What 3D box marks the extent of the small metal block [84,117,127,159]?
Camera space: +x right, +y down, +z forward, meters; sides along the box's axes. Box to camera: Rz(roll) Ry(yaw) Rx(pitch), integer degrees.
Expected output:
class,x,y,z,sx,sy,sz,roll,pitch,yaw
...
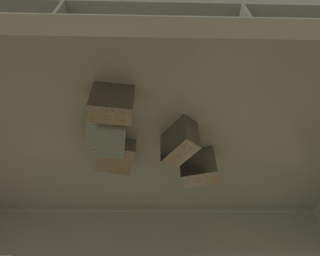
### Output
class,x,y,z,sx,sy,sz,roll,pitch,yaw
small metal block,-0.069,0.014,0.401,0.050,0.025,0.050,3,85,-3

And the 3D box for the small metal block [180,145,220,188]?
class,x,y,z,sx,sy,sz,roll,pitch,yaw
small metal block,0.055,0.055,0.440,0.050,0.050,0.025,-10,130,8

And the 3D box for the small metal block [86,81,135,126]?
class,x,y,z,sx,sy,sz,roll,pitch,yaw
small metal block,-0.057,-0.029,0.367,0.050,0.050,0.025,5,130,-5

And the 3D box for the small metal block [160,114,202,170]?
class,x,y,z,sx,sy,sz,roll,pitch,yaw
small metal block,0.026,0.018,0.408,0.025,0.050,0.050,31,123,-24

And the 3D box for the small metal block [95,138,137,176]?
class,x,y,z,sx,sy,sz,roll,pitch,yaw
small metal block,-0.063,0.039,0.441,0.050,0.025,0.050,10,130,-9
